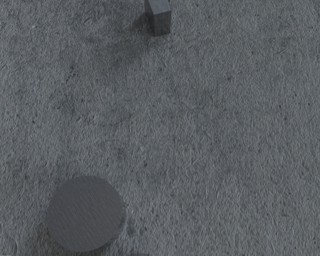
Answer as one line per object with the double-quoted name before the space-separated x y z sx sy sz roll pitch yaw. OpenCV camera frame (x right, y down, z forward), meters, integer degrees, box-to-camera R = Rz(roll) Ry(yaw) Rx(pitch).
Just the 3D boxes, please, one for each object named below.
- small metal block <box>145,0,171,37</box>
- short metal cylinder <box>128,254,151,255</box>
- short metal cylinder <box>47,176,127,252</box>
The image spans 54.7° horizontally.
"small metal block" -0.004 -0.173 0.458 0.025 0.050 0.050 -17 71 -6
"short metal cylinder" -0.025 0.178 0.330 0.081 0.050 0.080 0 70 0
"short metal cylinder" -0.081 0.099 0.358 0.081 0.050 0.080 0 70 0
